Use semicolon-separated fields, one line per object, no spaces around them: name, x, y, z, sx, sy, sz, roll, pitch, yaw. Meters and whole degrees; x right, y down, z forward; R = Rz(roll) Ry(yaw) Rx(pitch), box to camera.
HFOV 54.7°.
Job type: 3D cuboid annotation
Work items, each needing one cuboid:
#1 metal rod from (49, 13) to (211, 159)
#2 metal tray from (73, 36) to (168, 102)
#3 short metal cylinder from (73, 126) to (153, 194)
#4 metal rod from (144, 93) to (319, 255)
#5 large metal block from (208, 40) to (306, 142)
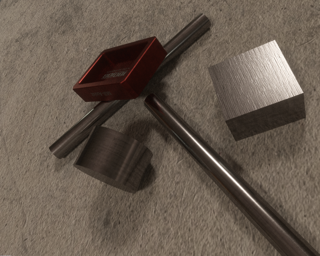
metal rod;-0.044;-0.063;0.463;0.300;0.025;0.025;-42;51;-1
metal tray;-0.061;-0.082;0.451;0.130;0.030;0.090;2;53;46
short metal cylinder;-0.055;0.039;0.372;0.080;0.080;0.050;12;68;33
metal rod;0.067;0.049;0.337;0.025;0.025;0.300;-42;51;0
large metal block;0.109;-0.042;0.356;0.080;0.050;0.080;-21;54;15
